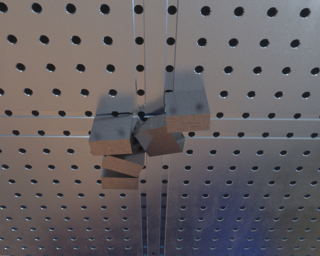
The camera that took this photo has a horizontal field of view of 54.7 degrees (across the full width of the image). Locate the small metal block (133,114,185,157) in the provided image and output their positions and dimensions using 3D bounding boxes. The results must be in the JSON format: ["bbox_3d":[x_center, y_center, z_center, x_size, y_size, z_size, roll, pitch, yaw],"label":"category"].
[{"bbox_3d":[0.000,0.010,0.414,0.050,0.025,0.050,-11,131,25],"label":"small metal block"}]

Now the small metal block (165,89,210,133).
[{"bbox_3d":[0.033,-0.021,0.378,0.050,0.050,0.025,-4,130,3],"label":"small metal block"}]

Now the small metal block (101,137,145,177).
[{"bbox_3d":[-0.049,0.034,0.424,0.050,0.050,0.025,19,128,-16],"label":"small metal block"}]

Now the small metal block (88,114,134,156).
[{"bbox_3d":[-0.061,0.008,0.401,0.050,0.050,0.025,-4,130,2],"label":"small metal block"}]

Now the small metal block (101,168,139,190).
[{"bbox_3d":[-0.056,0.061,0.446,0.050,0.050,0.025,2,130,-2],"label":"small metal block"}]
